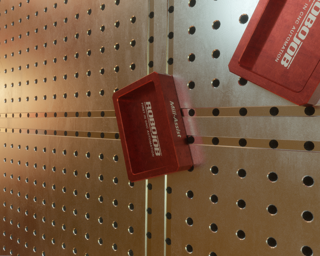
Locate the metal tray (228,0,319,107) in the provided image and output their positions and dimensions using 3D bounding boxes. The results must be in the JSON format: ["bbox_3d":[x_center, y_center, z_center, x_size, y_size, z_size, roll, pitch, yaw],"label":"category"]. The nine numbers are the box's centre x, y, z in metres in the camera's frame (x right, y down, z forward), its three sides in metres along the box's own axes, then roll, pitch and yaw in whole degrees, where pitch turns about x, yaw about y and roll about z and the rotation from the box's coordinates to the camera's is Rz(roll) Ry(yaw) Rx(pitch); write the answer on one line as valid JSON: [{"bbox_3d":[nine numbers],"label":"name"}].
[{"bbox_3d":[0.134,-0.096,0.295,0.090,0.030,0.129,36,112,34],"label":"metal tray"}]

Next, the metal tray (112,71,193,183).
[{"bbox_3d":[-0.014,0.001,0.418,0.090,0.030,0.129,-20,77,38],"label":"metal tray"}]
